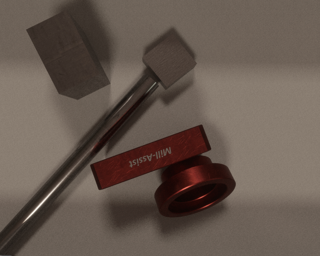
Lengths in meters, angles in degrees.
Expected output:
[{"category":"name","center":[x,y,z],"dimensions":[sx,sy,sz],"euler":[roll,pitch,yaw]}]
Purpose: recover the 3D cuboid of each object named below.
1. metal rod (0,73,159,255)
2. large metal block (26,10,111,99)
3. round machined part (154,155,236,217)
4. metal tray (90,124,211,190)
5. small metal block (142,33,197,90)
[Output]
[{"category":"metal rod","center":[-0.111,0.047,0.409],"dimensions":[0.025,0.025,0.300],"euler":[42,90,-1]},{"category":"large metal block","center":[-0.108,-0.085,0.382],"dimensions":[0.050,0.080,0.080],"euler":[-27,90,0]},{"category":"round machined part","center":[0.040,0.070,0.385],"dimensions":[0.098,0.098,0.042],"euler":[-21,57,0]},{"category":"metal tray","center":[-0.010,0.034,0.378],"dimensions":[0.131,0.090,0.030],"euler":[-20,87,-1]},{"category":"small metal block","center":[0.012,-0.087,0.411],"dimensions":[0.050,0.025,0.050],"euler":[-39,90,-3]}]
